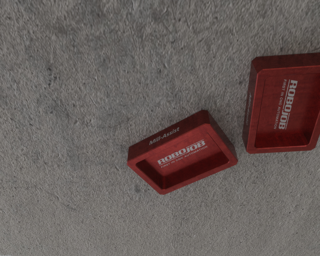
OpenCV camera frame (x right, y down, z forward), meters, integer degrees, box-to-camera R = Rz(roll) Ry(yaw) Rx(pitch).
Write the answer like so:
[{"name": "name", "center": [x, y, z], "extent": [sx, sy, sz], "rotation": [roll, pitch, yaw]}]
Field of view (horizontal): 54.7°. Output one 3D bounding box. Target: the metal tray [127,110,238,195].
[{"name": "metal tray", "center": [0.031, 0.039, 0.437], "extent": [0.130, 0.030, 0.090], "rotation": [-27, 125, 21]}]

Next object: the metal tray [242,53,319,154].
[{"name": "metal tray", "center": [0.155, -0.026, 0.383], "extent": [0.091, 0.030, 0.129], "rotation": [-4, 130, 3]}]
